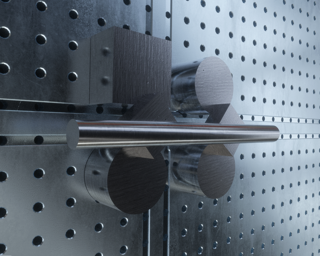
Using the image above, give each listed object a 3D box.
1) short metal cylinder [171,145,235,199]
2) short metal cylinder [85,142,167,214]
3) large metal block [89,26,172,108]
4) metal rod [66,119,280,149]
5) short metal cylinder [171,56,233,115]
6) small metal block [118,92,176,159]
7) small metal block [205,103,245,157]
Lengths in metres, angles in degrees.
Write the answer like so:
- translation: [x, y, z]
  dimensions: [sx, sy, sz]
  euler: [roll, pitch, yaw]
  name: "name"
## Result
- translation: [0.063, 0.057, 0.446]
  dimensions: [0.081, 0.050, 0.080]
  euler: [0, 90, -40]
  name: "short metal cylinder"
- translation: [-0.039, 0.054, 0.359]
  dimensions: [0.081, 0.050, 0.080]
  euler: [0, 90, -40]
  name: "short metal cylinder"
- translation: [-0.033, -0.065, 0.364]
  dimensions: [0.081, 0.050, 0.080]
  euler: [2, 89, -40]
  name: "large metal block"
- translation: [0.045, 0.007, 0.348]
  dimensions: [0.302, 0.025, 0.025]
  euler: [1, 90, -40]
  name: "metal rod"
- translation: [0.060, -0.058, 0.443]
  dimensions: [0.081, 0.050, 0.080]
  euler: [0, 90, -40]
  name: "short metal cylinder"
- translation: [-0.011, -0.003, 0.335]
  dimensions: [0.050, 0.025, 0.050]
  euler: [-48, 118, -29]
  name: "small metal block"
- translation: [0.086, 0.003, 0.417]
  dimensions: [0.050, 0.025, 0.050]
  euler: [48, 62, -29]
  name: "small metal block"
